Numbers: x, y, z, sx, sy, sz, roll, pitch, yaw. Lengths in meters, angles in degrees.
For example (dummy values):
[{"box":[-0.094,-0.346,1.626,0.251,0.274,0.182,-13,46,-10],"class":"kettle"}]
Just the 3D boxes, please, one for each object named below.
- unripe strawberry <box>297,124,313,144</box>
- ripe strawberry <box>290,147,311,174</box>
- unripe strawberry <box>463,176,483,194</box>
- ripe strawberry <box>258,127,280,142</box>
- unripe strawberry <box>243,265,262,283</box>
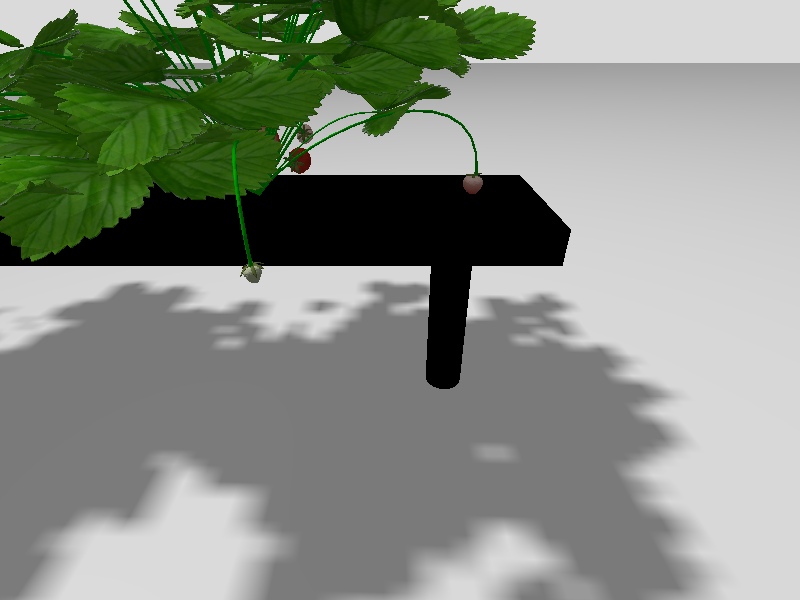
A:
[{"box":[-0.126,-0.221,0.535,0.022,0.025,0.024,0,17,0],"class":"unripe strawberry"},{"box":[-0.101,-0.144,0.410,0.023,0.026,0.025,10,33,15],"class":"ripe strawberry"},{"box":[0.063,-0.100,0.347,0.017,0.016,0.015,0,32,1],"class":"unripe strawberry"},{"box":[-0.159,-0.183,0.462,0.040,0.042,0.043,-7,32,-12],"class":"ripe strawberry"},{"box":[-0.073,-0.013,0.197,0.009,0.010,0.010,-9,33,-14],"class":"unripe strawberry"}]
